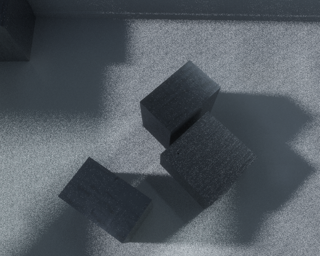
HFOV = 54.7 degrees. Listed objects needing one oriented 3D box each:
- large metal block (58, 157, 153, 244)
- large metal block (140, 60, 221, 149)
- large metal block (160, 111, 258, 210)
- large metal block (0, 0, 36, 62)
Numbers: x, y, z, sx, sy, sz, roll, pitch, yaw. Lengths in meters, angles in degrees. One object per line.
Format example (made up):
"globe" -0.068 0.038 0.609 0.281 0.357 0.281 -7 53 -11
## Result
"large metal block" -0.056 0.084 0.349 0.080 0.080 0.050 32 73 11
"large metal block" 0.023 -0.025 0.390 0.080 0.080 0.050 -42 76 -14
"large metal block" 0.057 0.041 0.382 0.080 0.050 0.080 -42 76 -14
"large metal block" -0.218 -0.149 0.432 0.050 0.080 0.080 -1 70 -1
